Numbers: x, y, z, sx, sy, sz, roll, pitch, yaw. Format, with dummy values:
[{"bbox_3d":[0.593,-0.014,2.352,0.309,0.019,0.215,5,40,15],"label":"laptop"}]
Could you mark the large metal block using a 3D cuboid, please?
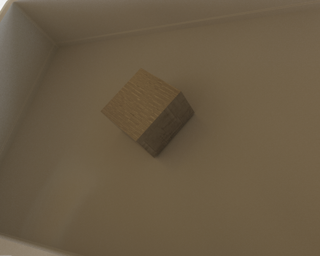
[{"bbox_3d":[-0.017,-0.021,0.408,0.080,0.050,0.080,-48,52,-7],"label":"large metal block"}]
